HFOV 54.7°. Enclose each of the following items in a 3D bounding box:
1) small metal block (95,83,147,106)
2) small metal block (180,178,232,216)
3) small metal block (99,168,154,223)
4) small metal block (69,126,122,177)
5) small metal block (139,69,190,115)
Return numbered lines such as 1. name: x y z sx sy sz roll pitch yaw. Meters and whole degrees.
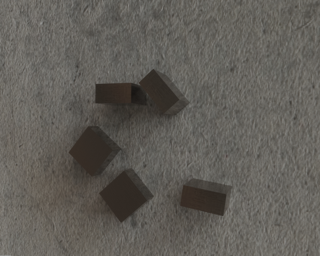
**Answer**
1. small metal block: -0.051 -0.044 0.413 0.050 0.050 0.025 1 91 19
2. small metal block: 0.057 0.082 0.375 0.050 0.050 0.025 9 93 19
3. small metal block: -0.046 0.092 0.424 0.050 0.025 0.050 -43 77 14
4. small metal block: -0.092 0.032 0.440 0.050 0.025 0.050 42 103 14
5. small metal block: 0.007 -0.044 0.393 0.025 0.050 0.050 -42 77 15
